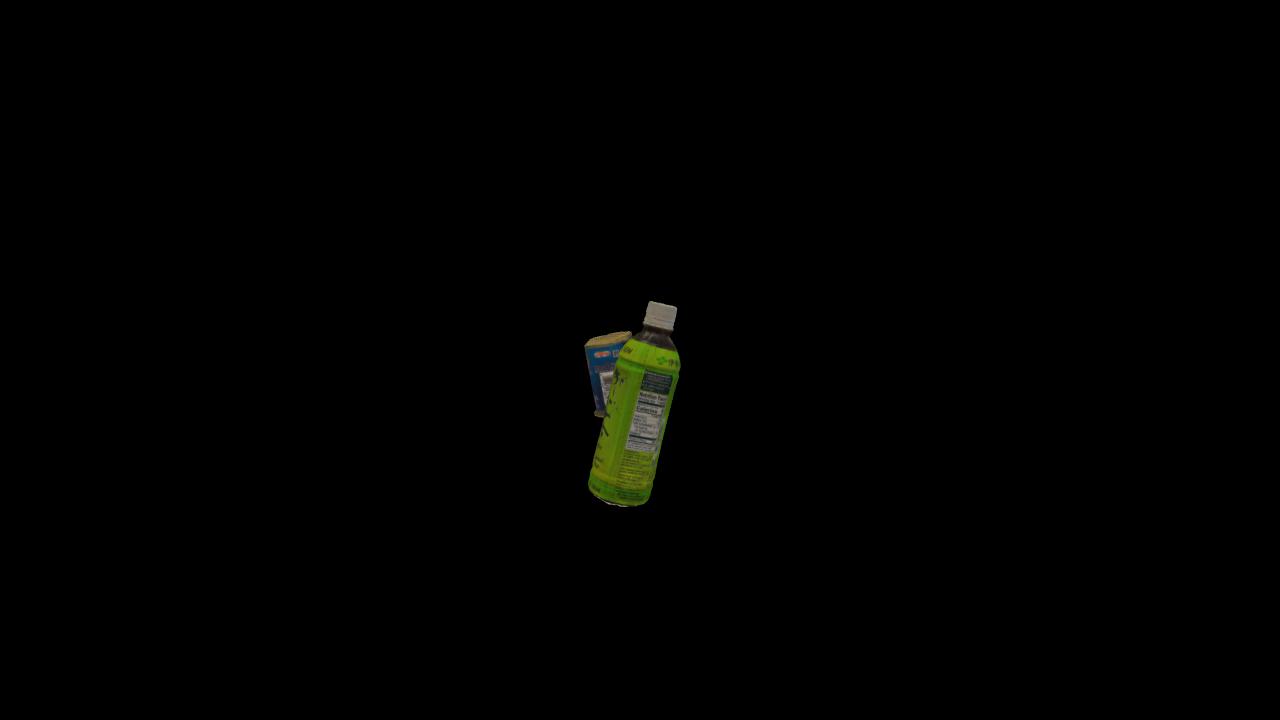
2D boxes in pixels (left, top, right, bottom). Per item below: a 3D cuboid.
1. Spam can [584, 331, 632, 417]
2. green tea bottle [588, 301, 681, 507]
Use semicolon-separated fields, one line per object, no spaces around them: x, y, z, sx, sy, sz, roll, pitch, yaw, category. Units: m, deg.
-0.030;0.014;0.737;0.058;0.085;0.101;-9;9;4;Spam can
0.001;0.044;0.646;0.073;0.212;0.073;15;8;-2;green tea bottle
